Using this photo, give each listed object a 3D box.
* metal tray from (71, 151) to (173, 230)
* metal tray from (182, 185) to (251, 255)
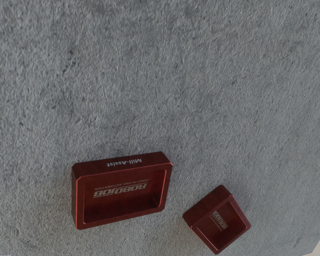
[{"bbox_3d":[-0.052,0.084,0.427,0.131,0.030,0.089,-6,121,-26],"label":"metal tray"},{"bbox_3d":[0.108,0.171,0.568,0.090,0.030,0.130,-38,129,-3],"label":"metal tray"}]
